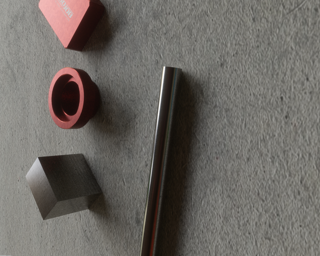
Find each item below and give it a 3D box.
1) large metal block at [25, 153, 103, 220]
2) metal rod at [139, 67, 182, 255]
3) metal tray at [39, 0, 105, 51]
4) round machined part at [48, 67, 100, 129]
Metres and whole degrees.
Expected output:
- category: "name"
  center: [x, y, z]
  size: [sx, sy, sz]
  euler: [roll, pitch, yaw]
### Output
- category: "large metal block"
  center: [-0.152, 0.090, 0.492]
  size: [0.050, 0.081, 0.080]
  euler: [-49, 61, 28]
- category: "metal rod"
  center: [-0.003, 0.072, 0.405]
  size: [0.025, 0.025, 0.298]
  euler: [12, 97, 39]
- category: "metal tray"
  center: [-0.153, -0.205, 0.525]
  size: [0.090, 0.030, 0.130]
  euler: [-50, 61, 28]
- category: "round machined part"
  center: [-0.136, -0.047, 0.503]
  size: [0.098, 0.042, 0.097]
  euler: [0, 90, 39]
